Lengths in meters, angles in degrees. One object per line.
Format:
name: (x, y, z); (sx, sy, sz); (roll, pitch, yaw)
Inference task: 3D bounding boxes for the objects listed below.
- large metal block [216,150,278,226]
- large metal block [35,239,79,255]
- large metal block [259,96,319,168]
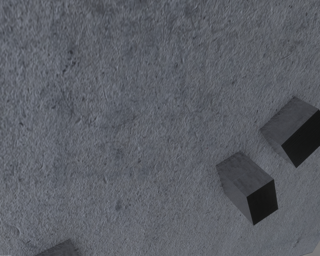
large metal block: (0.143, 0.098, 0.509); (0.050, 0.080, 0.080); (-31, 129, -9)
large metal block: (-0.150, 0.220, 0.445); (0.081, 0.050, 0.080); (-23, 127, -15)
large metal block: (0.227, 0.008, 0.519); (0.080, 0.050, 0.080); (-45, 129, 3)
